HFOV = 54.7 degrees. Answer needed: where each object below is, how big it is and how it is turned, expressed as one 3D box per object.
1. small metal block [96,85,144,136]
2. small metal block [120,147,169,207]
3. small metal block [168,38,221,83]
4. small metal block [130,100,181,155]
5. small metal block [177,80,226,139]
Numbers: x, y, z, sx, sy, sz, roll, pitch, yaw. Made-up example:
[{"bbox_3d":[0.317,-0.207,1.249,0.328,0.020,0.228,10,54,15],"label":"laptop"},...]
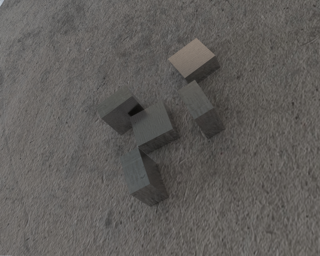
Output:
[{"bbox_3d":[-0.051,-0.023,0.429,0.050,0.050,0.025,-36,51,4],"label":"small metal block"},{"bbox_3d":[-0.018,0.058,0.362,0.025,0.050,0.050,-30,52,10],"label":"small metal block"},{"bbox_3d":[0.048,-0.091,0.435,0.050,0.025,0.050,-37,51,3],"label":"small metal block"},{"bbox_3d":[-0.007,-0.001,0.408,0.050,0.025,0.050,-27,52,11],"label":"small metal block"},{"bbox_3d":[0.050,-0.022,0.375,0.025,0.050,0.050,-32,52,8],"label":"small metal block"}]
